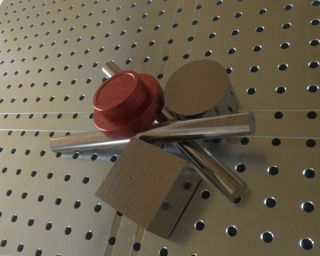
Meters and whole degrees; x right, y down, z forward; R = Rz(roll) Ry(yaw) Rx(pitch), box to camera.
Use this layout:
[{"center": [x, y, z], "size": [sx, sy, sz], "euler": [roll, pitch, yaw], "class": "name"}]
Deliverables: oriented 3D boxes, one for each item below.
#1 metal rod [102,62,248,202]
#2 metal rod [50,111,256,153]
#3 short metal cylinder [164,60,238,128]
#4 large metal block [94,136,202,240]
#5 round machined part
[{"center": [0.000, -0.015, 0.417], "size": [0.025, 0.025, 0.300], "euler": [-43, 51, -2], "class": "metal rod"}, {"center": [-0.033, 0.010, 0.394], "size": [0.300, 0.025, 0.025], "euler": [-7, 58, 32], "class": "metal rod"}, {"center": [0.052, -0.038, 0.386], "size": [0.080, 0.050, 0.080], "euler": [-13, 56, 20], "class": "short metal cylinder"}, {"center": [-0.013, 0.066, 0.354], "size": [0.080, 0.050, 0.080], "euler": [22, 73, 35], "class": "large metal block"}, {"center": [-0.046, -0.036, 0.399], "size": [0.098, 0.042, 0.098], "euler": [-19, 44, 20], "class": "round machined part"}]
